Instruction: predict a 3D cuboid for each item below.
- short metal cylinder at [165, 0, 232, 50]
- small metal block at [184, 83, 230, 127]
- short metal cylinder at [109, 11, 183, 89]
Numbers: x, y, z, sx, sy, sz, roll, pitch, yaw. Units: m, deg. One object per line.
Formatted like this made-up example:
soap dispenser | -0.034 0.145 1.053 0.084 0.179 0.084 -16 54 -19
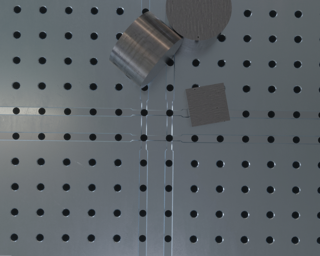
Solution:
short metal cylinder | 0.047 -0.146 0.401 0.081 0.050 0.079 0 90 0
small metal block | 0.062 -0.030 0.414 0.050 0.025 0.050 -10 90 0
short metal cylinder | -0.017 -0.096 0.386 0.050 0.080 0.080 41 90 0
